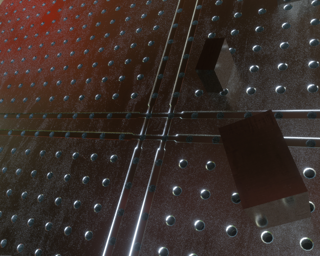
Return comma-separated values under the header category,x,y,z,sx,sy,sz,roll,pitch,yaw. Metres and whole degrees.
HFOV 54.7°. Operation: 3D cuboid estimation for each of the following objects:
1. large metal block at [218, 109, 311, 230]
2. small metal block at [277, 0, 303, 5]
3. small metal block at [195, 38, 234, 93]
category,x,y,z,sx,sy,sz,roll,pitch,yaw
large metal block,0.100,0.043,0.294,0.050,0.080,0.080,-21,54,16
small metal block,0.191,-0.205,0.434,0.050,0.025,0.050,-2,61,27
small metal block,0.073,-0.081,0.403,0.025,0.050,0.050,8,66,31
